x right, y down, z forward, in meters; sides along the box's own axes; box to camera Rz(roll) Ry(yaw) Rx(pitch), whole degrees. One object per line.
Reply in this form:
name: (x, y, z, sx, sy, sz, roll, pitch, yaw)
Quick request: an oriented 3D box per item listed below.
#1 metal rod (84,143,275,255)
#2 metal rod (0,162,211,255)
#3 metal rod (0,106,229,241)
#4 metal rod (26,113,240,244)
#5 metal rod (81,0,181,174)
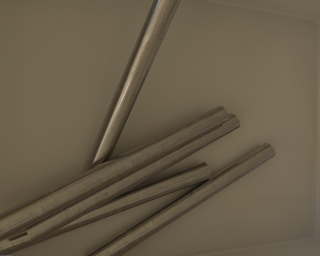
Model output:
metal rod: (0.040, 0.100, 0.426, 0.302, 0.025, 0.025, -28, 100, -18)
metal rod: (-0.072, 0.100, 0.384, 0.302, 0.025, 0.025, -16, 96, -20)
metal rod: (-0.040, 0.041, 0.366, 0.302, 0.025, 0.025, -26, 99, -23)
metal rod: (-0.017, 0.051, 0.392, 0.302, 0.025, 0.025, -26, 99, -23)
metal rod: (-0.023, -0.067, 0.337, 0.025, 0.025, 0.298, 20, 109, -20)
